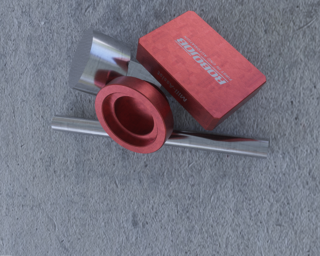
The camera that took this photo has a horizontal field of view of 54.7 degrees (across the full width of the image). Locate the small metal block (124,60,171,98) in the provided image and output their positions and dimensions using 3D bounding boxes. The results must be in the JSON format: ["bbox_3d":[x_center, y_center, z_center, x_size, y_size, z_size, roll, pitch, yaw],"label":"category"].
[{"bbox_3d":[-0.011,-0.062,0.399,0.050,0.050,0.025,25,99,18],"label":"small metal block"}]

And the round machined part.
[{"bbox_3d":[-0.027,-0.020,0.378,0.098,0.042,0.097,18,133,21],"label":"round machined part"}]

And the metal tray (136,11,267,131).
[{"bbox_3d":[0.046,-0.071,0.364,0.090,0.030,0.130,-37,75,-24],"label":"metal tray"}]

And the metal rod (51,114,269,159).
[{"bbox_3d":[-0.014,0.008,0.415,0.301,0.025,0.025,7,92,19],"label":"metal rod"}]

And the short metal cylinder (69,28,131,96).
[{"bbox_3d":[-0.080,-0.082,0.404,0.080,0.050,0.080,-33,48,48],"label":"short metal cylinder"}]
